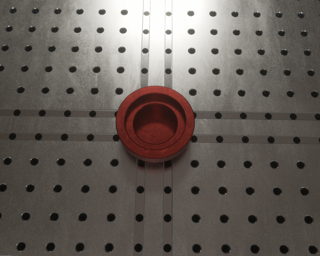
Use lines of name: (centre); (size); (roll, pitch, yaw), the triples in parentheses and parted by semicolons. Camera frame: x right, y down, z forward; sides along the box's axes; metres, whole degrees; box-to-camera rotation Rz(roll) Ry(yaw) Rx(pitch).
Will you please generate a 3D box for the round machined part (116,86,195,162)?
round machined part: (-0.006, -0.002, 0.404); (0.099, 0.042, 0.098); (0, 70, -1)
